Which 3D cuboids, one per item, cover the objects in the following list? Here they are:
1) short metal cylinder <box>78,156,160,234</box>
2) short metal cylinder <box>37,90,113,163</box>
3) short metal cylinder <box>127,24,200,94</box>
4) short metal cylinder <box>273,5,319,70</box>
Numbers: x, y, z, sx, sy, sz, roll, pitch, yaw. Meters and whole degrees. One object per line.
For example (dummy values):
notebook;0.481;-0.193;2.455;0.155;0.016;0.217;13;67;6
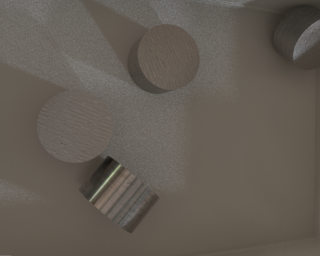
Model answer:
short metal cylinder;-0.047;0.077;0.364;0.080;0.080;0.050;43;77;-15
short metal cylinder;-0.099;-0.002;0.361;0.081;0.050;0.080;0;90;-20
short metal cylinder;0.004;-0.086;0.398;0.081;0.050;0.080;0;90;-20
short metal cylinder;0.218;-0.133;0.456;0.081;0.050;0.079;-11;131;-13
